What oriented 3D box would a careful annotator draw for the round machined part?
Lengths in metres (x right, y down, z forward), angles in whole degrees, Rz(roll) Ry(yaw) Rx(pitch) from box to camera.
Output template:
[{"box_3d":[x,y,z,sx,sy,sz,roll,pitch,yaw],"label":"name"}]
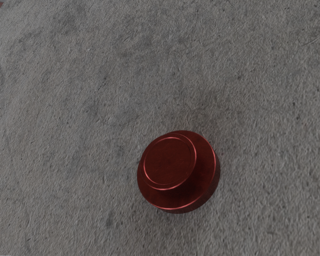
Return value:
[{"box_3d":[0.016,0.045,0.358,0.098,0.042,0.098,-13,56,21],"label":"round machined part"}]
